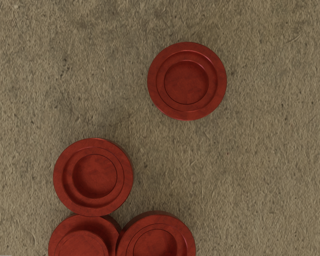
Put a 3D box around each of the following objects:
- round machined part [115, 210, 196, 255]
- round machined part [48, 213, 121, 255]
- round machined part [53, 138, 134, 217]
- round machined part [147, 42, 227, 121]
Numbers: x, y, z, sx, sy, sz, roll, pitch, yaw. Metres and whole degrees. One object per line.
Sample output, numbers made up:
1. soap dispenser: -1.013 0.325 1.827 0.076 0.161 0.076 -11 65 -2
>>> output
1. round machined part: -0.007 0.153 0.395 0.099 0.042 0.097 0 90 -13
2. round machined part: -0.096 0.159 0.401 0.099 0.042 0.097 0 90 0
3. round machined part: -0.082 0.061 0.401 0.099 0.042 0.097 0 90 0
4. round machined part: 0.033 -0.058 0.401 0.099 0.042 0.097 0 90 0
